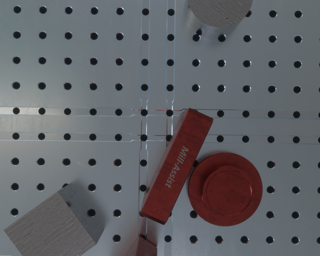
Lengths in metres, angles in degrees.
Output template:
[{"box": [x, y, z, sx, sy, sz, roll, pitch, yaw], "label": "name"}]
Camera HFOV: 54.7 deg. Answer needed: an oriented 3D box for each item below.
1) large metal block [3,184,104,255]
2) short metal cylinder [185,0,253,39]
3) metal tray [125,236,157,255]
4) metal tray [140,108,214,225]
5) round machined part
[{"box": [-0.133, 0.132, 0.400, 0.080, 0.050, 0.080, -36, 90, 0], "label": "large metal block"}, {"box": [0.073, -0.162, 0.401, 0.081, 0.050, 0.079, 0, 90, 0], "label": "short metal cylinder"}, {"box": [-0.041, 0.192, 0.361, 0.030, 0.130, 0.090, 35, 90, 0], "label": "metal tray"}, {"box": [0.018, 0.042, 0.380, 0.030, 0.090, 0.129, 25, 90, 0], "label": "metal tray"}, {"box": [0.086, 0.081, 0.406, 0.099, 0.042, 0.097, 0, 90, 0], "label": "round machined part"}]
